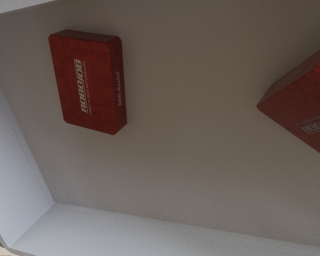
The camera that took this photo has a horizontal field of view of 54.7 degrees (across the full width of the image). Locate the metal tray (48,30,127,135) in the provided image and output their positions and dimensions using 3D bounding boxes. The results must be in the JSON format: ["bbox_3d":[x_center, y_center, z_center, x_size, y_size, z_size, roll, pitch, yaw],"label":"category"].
[{"bbox_3d":[-0.094,-0.060,0.418,0.090,0.030,0.129,13,124,20],"label":"metal tray"}]

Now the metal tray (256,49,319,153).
[{"bbox_3d":[0.147,-0.016,0.265,0.090,0.030,0.130,36,173,4],"label":"metal tray"}]
